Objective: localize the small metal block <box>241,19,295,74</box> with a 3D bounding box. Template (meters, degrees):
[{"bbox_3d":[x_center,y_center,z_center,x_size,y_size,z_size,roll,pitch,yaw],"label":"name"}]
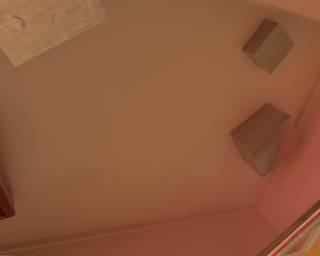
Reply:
[{"bbox_3d":[0.149,-0.111,0.424,0.050,0.025,0.050,29,102,-38],"label":"small metal block"}]

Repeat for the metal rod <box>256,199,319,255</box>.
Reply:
[{"bbox_3d":[0.230,0.138,0.470,0.300,0.025,0.025,-42,130,0],"label":"metal rod"}]

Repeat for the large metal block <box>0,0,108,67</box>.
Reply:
[{"bbox_3d":[-0.100,-0.103,0.255,0.080,0.080,0.050,-31,129,-9],"label":"large metal block"}]

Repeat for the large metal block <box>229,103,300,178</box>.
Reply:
[{"bbox_3d":[0.171,0.020,0.501,0.080,0.050,0.080,-38,130,-3],"label":"large metal block"}]

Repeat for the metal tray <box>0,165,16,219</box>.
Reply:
[{"bbox_3d":[-0.197,0.068,0.298,0.091,0.030,0.129,-11,156,-23],"label":"metal tray"}]
